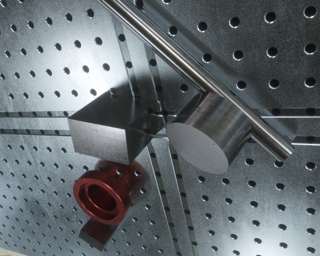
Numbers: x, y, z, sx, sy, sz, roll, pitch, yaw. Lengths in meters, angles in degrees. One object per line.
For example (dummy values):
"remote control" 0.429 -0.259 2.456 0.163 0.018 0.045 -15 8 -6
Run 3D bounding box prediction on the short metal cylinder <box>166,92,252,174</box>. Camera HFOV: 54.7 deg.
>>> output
"short metal cylinder" 0.054 0.007 0.350 0.080 0.050 0.080 32 153 19

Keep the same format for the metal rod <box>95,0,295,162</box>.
"metal rod" 0.031 -0.070 0.350 0.300 0.025 0.025 41 129 -1

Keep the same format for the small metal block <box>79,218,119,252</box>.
"small metal block" -0.111 0.188 0.568 0.050 0.050 0.025 30 128 8

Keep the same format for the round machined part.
"round machined part" -0.091 0.109 0.513 0.098 0.042 0.097 13 124 20

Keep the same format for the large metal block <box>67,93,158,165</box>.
"large metal block" -0.058 -0.002 0.403 0.080 0.080 0.050 10 123 22
